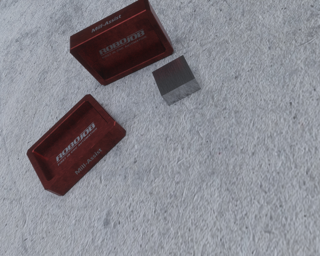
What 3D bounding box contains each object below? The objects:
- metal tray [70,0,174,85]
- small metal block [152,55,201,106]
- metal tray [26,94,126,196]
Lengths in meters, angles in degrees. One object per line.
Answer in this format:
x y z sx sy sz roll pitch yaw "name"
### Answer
-0.056 -0.124 0.466 0.130 0.090 0.030 -23 54 14 "metal tray"
0.022 -0.066 0.432 0.050 0.025 0.050 -28 52 10 "small metal block"
-0.123 0.022 0.449 0.130 0.030 0.090 -44 51 -3 "metal tray"
